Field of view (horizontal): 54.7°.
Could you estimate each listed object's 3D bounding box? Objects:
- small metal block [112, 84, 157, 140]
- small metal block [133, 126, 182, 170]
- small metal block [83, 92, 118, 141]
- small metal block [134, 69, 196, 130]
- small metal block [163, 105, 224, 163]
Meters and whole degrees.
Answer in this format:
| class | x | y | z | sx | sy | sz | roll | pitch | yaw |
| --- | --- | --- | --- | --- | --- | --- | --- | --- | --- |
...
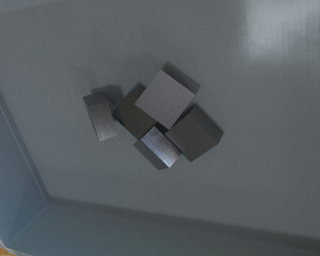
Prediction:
| class | x | y | z | sx | sy | sz | roll | pitch | yaw |
| --- | --- | --- | --- | --- | --- | --- | --- | --- | --- |
| small metal block | -0.028 | -0.020 | 0.407 | 0.050 | 0.025 | 0.050 | 44 | 129 | -3 |
| small metal block | -0.005 | 0.028 | 0.410 | 0.050 | 0.025 | 0.050 | 45 | 160 | -3 |
| small metal block | -0.081 | -0.017 | 0.420 | 0.050 | 0.025 | 0.050 | -137 | 30 | -61 |
| small metal block | 0.007 | -0.033 | 0.367 | 0.050 | 0.025 | 0.050 | 37 | 94 | 3 |
| small metal block | 0.042 | 0.008 | 0.388 | 0.050 | 0.025 | 0.050 | 46 | 129 | -4 |
